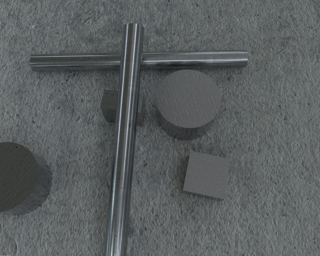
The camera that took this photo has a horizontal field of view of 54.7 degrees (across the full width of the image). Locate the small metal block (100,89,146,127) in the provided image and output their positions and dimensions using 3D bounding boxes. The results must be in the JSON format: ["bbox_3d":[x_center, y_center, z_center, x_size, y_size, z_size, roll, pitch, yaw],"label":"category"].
[{"bbox_3d":[-0.046,-0.025,0.403,0.050,0.050,0.025,7,71,2],"label":"small metal block"}]

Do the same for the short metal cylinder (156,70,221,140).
[{"bbox_3d":[0.035,-0.029,0.406,0.081,0.050,0.080,0,70,0],"label":"short metal cylinder"}]

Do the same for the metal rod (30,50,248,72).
[{"bbox_3d":[-0.028,-0.096,0.442,0.302,0.025,0.025,-1,70,-1],"label":"metal rod"}]

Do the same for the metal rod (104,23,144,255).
[{"bbox_3d":[-0.042,0.028,0.358,0.025,0.025,0.298,4,85,1],"label":"metal rod"}]

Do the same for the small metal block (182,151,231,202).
[{"bbox_3d":[0.057,0.060,0.386,0.050,0.025,0.050,12,70,4],"label":"small metal block"}]

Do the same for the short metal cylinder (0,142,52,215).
[{"bbox_3d":[-0.178,0.062,0.371,0.081,0.050,0.080,0,70,0],"label":"short metal cylinder"}]
